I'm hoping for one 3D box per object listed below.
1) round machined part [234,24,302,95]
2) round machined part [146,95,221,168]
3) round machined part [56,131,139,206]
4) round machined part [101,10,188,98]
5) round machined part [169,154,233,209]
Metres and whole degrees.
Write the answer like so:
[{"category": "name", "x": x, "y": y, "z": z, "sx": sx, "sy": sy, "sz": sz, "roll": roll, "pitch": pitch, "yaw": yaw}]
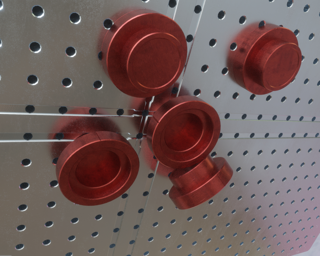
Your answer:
[{"category": "round machined part", "x": 0.156, "y": -0.090, "z": 0.432, "sx": 0.099, "sy": 0.042, "sz": 0.097, "roll": -14, "pitch": 125, "yaw": -21}, {"category": "round machined part", "x": 0.028, "y": 0.002, "z": 0.415, "sx": 0.099, "sy": 0.042, "sz": 0.097, "roll": -11, "pitch": 119, "yaw": -20}, {"category": "round machined part", "x": -0.079, "y": 0.046, "z": 0.386, "sx": 0.099, "sy": 0.042, "sz": 0.097, "roll": -14, "pitch": 125, "yaw": -21}, {"category": "round machined part", "x": -0.012, "y": -0.078, "z": 0.347, "sx": 0.099, "sy": 0.042, "sz": 0.097, "roll": -14, "pitch": 125, "yaw": -21}, {"category": "round machined part", "x": 0.053, "y": 0.070, "z": 0.450, "sx": 0.098, "sy": 0.098, "sz": 0.042, "roll": -35, "pitch": 95, "yaw": -5}]
